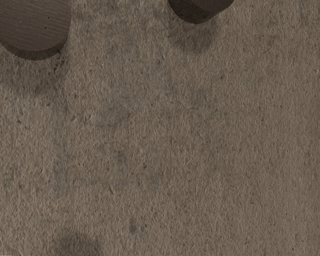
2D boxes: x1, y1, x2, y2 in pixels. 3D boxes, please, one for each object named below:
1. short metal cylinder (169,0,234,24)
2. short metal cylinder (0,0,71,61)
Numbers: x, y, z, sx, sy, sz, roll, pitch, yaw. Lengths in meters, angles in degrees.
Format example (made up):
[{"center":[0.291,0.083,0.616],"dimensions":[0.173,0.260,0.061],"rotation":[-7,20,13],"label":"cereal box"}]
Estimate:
[{"center":[0.056,-0.188,0.417],"dimensions":[0.081,0.050,0.079],"rotation":[0,90,-21],"label":"short metal cylinder"},{"center":[-0.142,-0.120,0.343],"dimensions":[0.081,0.050,0.079],"rotation":[0,90,-21],"label":"short metal cylinder"}]
